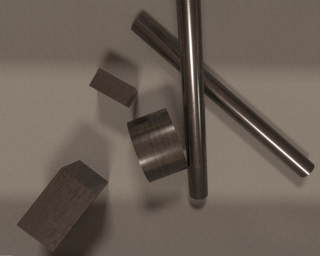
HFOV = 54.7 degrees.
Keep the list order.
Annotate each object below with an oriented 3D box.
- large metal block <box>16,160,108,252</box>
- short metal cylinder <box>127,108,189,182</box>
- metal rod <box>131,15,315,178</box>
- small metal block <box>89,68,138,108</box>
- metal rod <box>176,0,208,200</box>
[{"bbox_3d":[-0.114,0.091,0.383,0.050,0.080,0.080,38,90,-1],"label":"large metal block"},{"bbox_3d":[-0.003,0.021,0.384,0.050,0.080,0.080,-21,90,0],"label":"short metal cylinder"},{"bbox_3d":[0.083,-0.042,0.412,0.300,0.025,0.025,41,90,-1],"label":"metal rod"},{"bbox_3d":[-0.058,-0.050,0.398,0.050,0.050,0.025,29,90,-1],"label":"small metal block"},{"bbox_3d":[0.038,-0.047,0.353,0.025,0.025,0.298,-6,114,0],"label":"metal rod"}]
